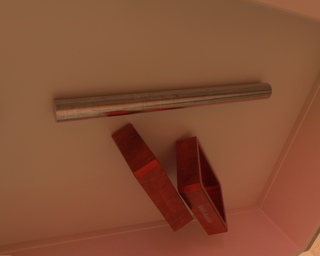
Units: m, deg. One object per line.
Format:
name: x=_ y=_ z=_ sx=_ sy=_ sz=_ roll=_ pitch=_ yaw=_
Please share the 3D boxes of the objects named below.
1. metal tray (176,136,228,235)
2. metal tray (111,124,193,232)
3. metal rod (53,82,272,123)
metal tray: x=0.062 y=0.086 z=0.453 sx=0.030 sy=0.090 sz=0.130 roll=-17 pitch=131 yaw=17
metal tray: x=-0.009 y=0.066 z=0.403 sx=0.030 sy=0.090 sz=0.130 roll=-33 pitch=129 yaw=-6
metal rod: x=0.022 y=-0.037 z=0.399 sx=0.303 sy=0.025 sz=0.025 roll=-8 pitch=122 yaw=-25
